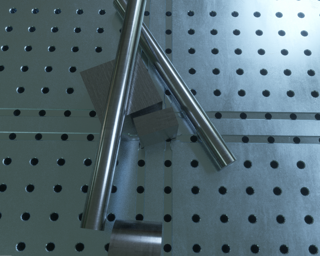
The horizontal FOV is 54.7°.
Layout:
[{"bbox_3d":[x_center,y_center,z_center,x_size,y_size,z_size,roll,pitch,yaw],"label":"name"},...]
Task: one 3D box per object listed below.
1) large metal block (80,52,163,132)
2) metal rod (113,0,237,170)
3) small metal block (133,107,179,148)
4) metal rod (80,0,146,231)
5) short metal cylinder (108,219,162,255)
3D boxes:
[{"bbox_3d":[-0.050,-0.044,0.414,0.080,0.050,0.080,-23,72,-8],"label":"large metal block"},{"bbox_3d":[0.013,-0.075,0.439,0.025,0.025,0.299,-28,73,-10],"label":"metal rod"},{"bbox_3d":[-0.005,0.000,0.398,0.050,0.050,0.025,-17,71,-6],"label":"small metal block"},{"bbox_3d":[-0.051,-0.035,0.370,0.025,0.025,0.299,7,70,2],"label":"metal rod"},{"bbox_3d":[-0.025,0.140,0.331,0.050,0.080,0.080,4,70,1],"label":"short metal cylinder"}]
